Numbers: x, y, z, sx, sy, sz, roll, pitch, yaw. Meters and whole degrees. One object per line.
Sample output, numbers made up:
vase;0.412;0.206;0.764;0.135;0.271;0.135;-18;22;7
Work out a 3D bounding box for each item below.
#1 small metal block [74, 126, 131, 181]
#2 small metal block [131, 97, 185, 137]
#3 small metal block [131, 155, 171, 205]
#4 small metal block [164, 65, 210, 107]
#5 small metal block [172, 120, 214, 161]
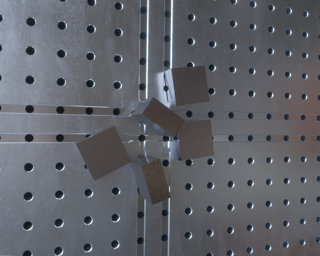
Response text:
small metal block;-0.072;0.030;0.387;0.050;0.025;0.050;-27;99;-18
small metal block;-0.004;-0.013;0.399;0.050;0.050;0.025;36;79;-17
small metal block;-0.013;0.065;0.396;0.025;0.050;0.050;-18;96;-19
small metal block;0.037;-0.057;0.427;0.050;0.025;0.050;-9;93;-20
small metal block;0.045;0.016;0.430;0.050;0.025;0.050;-7;93;-20
